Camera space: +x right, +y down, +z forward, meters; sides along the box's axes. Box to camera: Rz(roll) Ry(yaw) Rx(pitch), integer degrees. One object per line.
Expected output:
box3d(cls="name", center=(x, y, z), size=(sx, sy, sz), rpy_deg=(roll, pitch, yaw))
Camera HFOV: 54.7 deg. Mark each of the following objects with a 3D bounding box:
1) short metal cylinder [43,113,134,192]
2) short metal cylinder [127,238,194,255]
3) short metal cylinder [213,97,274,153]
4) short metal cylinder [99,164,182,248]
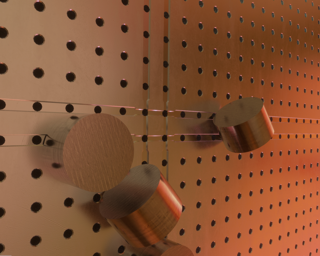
box3d(cls="short metal cylinder", center=(-0.075, 0.025, 0.331), size=(0.081, 0.050, 0.079), rpy_deg=(0, 90, -40))
box3d(cls="short metal cylinder", center=(0.001, 0.183, 0.396), size=(0.081, 0.050, 0.079), rpy_deg=(0, 90, -40))
box3d(cls="short metal cylinder", center=(0.130, -0.006, 0.486), size=(0.080, 0.080, 0.050), rpy_deg=(-45, 117, -31))
box3d(cls="short metal cylinder", center=(-0.022, 0.088, 0.357), size=(0.080, 0.080, 0.050), rpy_deg=(-49, 119, -29))
